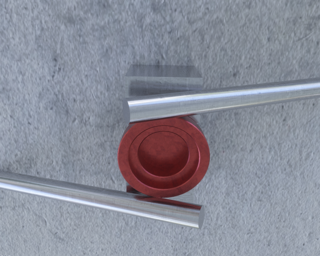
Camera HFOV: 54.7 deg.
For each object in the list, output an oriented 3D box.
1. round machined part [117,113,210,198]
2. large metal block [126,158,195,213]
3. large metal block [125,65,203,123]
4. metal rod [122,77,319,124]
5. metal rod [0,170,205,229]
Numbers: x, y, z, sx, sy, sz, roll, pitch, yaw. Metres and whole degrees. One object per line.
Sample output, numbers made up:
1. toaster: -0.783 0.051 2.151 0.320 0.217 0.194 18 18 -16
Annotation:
1. round machined part: 0.004 0.026 0.349 0.099 0.042 0.097 0 110 -1
2. large metal block: 0.000 0.069 0.407 0.081 0.080 0.050 1 110 -1
3. large metal block: 0.003 -0.043 0.366 0.081 0.080 0.050 1 110 -1
4. metal rod: 0.108 -0.036 0.342 0.303 0.025 0.025 -8 112 -21
5. metal rod: -0.095 0.082 0.381 0.301 0.025 0.025 5 112 22
